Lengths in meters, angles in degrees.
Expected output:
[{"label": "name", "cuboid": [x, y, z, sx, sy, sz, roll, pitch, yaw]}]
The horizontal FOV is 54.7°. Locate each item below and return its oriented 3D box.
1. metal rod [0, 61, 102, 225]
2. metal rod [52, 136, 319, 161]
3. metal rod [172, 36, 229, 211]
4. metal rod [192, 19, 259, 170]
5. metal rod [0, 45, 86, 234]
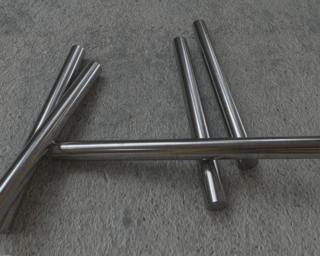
[{"label": "metal rod", "cuboid": [-0.135, 0.006, 0.373, 0.025, 0.025, 0.301, 10, 44, 8]}, {"label": "metal rod", "cuboid": [0.023, 0.024, 0.354, 0.301, 0.025, 0.025, -2, 50, 9]}, {"label": "metal rod", "cuboid": [0.047, -0.030, 0.428, 0.025, 0.025, 0.300, -4, 50, -4]}, {"label": "metal rod", "cuboid": [0.087, -0.071, 0.462, 0.025, 0.025, 0.300, -5, 50, -4]}, {"label": "metal rod", "cuboid": [-0.150, -0.011, 0.411, 0.025, 0.025, 0.300, 5, 50, 4]}]
